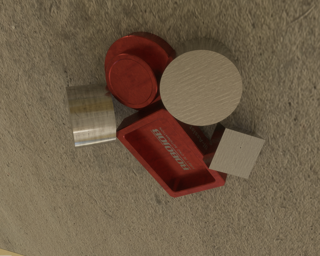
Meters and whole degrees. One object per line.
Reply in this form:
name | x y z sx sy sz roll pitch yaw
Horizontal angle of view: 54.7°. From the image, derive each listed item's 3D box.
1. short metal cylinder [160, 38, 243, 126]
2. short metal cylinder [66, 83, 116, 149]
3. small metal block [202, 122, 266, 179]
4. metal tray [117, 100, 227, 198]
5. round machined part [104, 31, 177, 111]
short metal cylinder | 0.043 -0.049 0.326 0.080 0.050 0.079 3 119 6
short metal cylinder | -0.091 -0.016 0.402 0.050 0.080 0.079 -9 124 -17
small metal block | 0.084 0.026 0.357 0.050 0.025 0.050 16 105 -14
metal tray | 0.016 0.030 0.400 0.090 0.030 0.130 -24 115 36
round machined part | -0.026 -0.062 0.373 0.098 0.042 0.097 13 124 21
